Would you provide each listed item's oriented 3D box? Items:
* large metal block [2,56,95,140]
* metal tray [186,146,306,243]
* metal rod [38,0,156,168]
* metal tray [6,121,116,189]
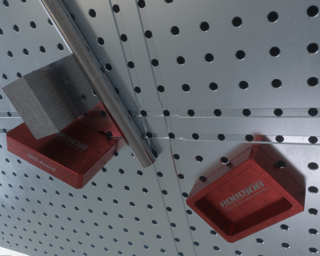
[{"bbox_3d":[-0.150,-0.042,0.429,0.050,0.080,0.080,-16,110,34],"label":"large metal block"},{"bbox_3d":[0.108,0.092,0.407,0.090,0.030,0.129,43,129,-2],"label":"metal tray"},{"bbox_3d":[-0.088,-0.074,0.411,0.025,0.025,0.299,-19,109,35],"label":"metal rod"},{"bbox_3d":[-0.145,0.026,0.461,0.130,0.090,0.030,26,127,12],"label":"metal tray"}]
